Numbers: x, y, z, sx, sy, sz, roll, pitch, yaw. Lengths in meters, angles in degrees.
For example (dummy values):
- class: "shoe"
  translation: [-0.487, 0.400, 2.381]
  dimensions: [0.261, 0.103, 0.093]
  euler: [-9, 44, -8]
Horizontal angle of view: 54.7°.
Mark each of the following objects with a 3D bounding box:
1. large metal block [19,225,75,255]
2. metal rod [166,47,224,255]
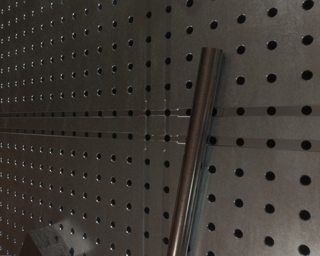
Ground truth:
- class: "large metal block"
  translation: [-0.210, 0.239, 0.563]
  dimensions: [0.080, 0.050, 0.079]
  euler: [39, 113, 33]
- class: "metal rod"
  translation: [0.038, 0.055, 0.376]
  dimensions: [0.025, 0.025, 0.298]
  euler: [15, 99, 38]
